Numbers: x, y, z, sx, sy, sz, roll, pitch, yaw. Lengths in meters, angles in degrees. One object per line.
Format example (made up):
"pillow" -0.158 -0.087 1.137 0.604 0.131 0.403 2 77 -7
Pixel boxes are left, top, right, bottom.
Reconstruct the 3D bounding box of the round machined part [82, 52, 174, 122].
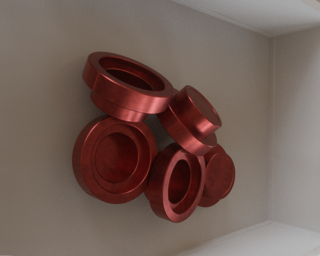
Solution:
"round machined part" -0.037 -0.042 0.340 0.099 0.098 0.042 3 124 -40

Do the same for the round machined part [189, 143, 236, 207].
"round machined part" 0.074 0.068 0.458 0.099 0.042 0.097 0 90 -40

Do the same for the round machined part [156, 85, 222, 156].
"round machined part" 0.041 -0.016 0.394 0.098 0.042 0.098 39 25 -22

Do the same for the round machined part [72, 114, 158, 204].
"round machined part" -0.053 0.033 0.349 0.099 0.042 0.097 0 90 -40

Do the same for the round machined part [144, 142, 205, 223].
"round machined part" 0.016 0.066 0.393 0.099 0.042 0.097 -13 107 -52
